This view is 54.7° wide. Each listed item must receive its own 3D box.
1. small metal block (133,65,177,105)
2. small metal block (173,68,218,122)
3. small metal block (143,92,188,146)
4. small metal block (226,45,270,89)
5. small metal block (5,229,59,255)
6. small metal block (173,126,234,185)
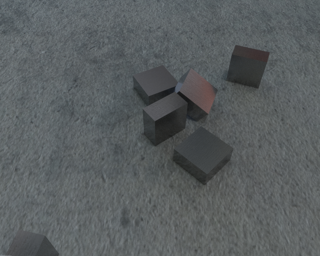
[{"bbox_3d":[-0.006,-0.061,0.455,0.050,0.025,0.050,-23,54,-18],"label":"small metal block"},{"bbox_3d":[0.047,-0.046,0.427,0.050,0.025,0.050,37,52,-13],"label":"small metal block"},{"bbox_3d":[0.007,-0.011,0.397,0.050,0.050,0.025,-30,57,-23],"label":"small metal block"},{"bbox_3d":[0.131,-0.092,0.466,0.050,0.050,0.025,16,52,13],"label":"small metal block"},{"bbox_3d":[-0.119,0.127,0.278,0.025,0.050,0.050,10,51,8],"label":"small metal block"},{"bbox_3d":[0.052,0.032,0.377,0.050,0.025,0.050,37,59,26],"label":"small metal block"}]
